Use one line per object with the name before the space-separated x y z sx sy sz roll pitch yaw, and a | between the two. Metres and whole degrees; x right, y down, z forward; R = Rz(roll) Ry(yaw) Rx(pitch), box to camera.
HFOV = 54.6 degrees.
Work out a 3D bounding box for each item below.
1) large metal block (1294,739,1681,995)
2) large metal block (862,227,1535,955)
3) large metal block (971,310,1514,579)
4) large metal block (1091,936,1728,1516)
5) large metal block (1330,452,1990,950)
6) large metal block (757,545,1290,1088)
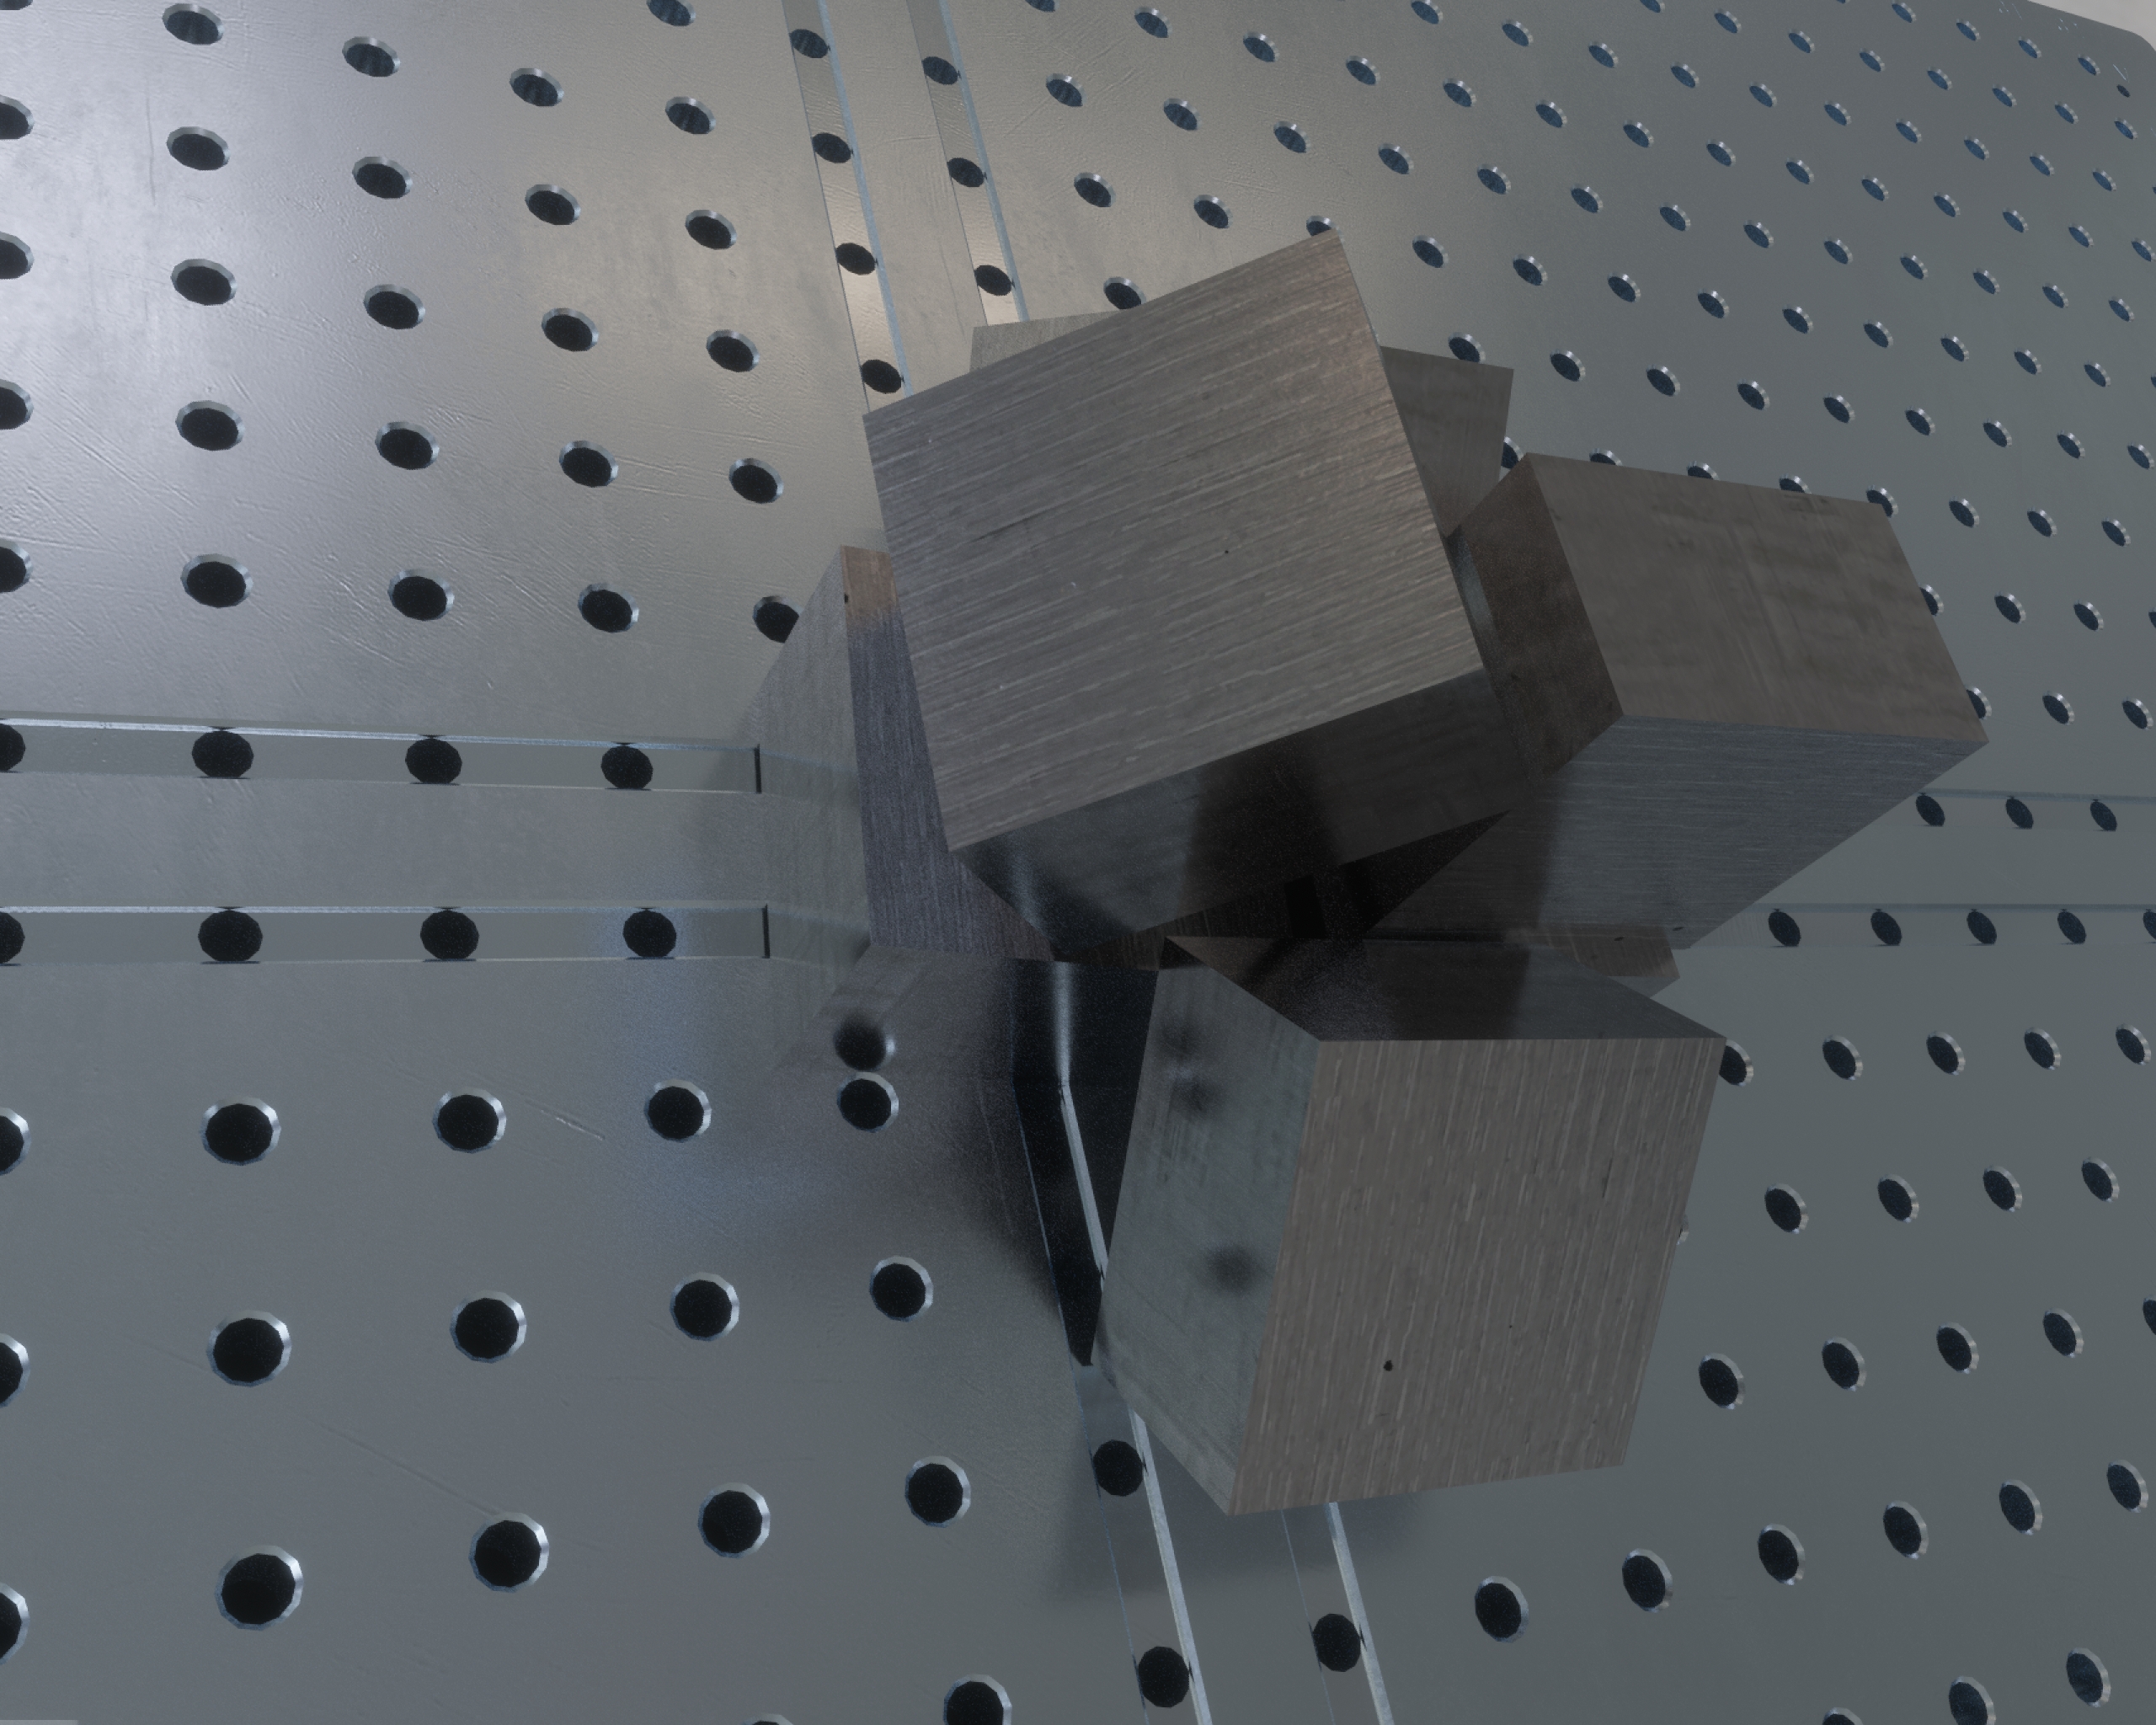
large metal block | 0.065 -0.003 0.427 0.081 0.050 0.080 3 61 -27
large metal block | 0.019 -0.041 0.333 0.080 0.050 0.080 -19 64 13
large metal block | 0.029 -0.080 0.427 0.081 0.080 0.050 2 99 -27
large metal block | 0.055 0.059 0.359 0.081 0.050 0.079 2 105 -27
large metal block | 0.096 -0.024 0.375 0.081 0.080 0.050 2 61 -28
large metal block | -0.012 -0.006 0.389 0.081 0.050 0.080 7 59 -25
